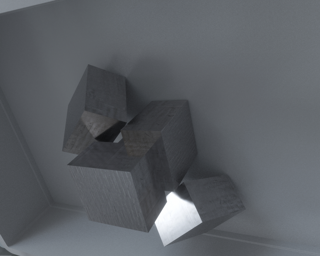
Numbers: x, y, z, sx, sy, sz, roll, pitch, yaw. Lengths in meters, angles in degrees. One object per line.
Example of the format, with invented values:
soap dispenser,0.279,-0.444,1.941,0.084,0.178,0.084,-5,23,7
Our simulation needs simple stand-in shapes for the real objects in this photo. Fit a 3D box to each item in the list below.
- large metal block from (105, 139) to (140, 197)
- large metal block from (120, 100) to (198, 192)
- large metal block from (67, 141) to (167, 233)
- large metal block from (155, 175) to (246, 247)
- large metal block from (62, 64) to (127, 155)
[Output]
large metal block,-0.032,0.061,0.426,0.050,0.080,0.080,1,119,27
large metal block,0.003,0.019,0.380,0.050,0.080,0.080,1,119,27
large metal block,-0.046,0.064,0.350,0.080,0.050,0.080,2,119,27
large metal block,0.048,0.106,0.402,0.080,0.081,0.050,-48,55,39
large metal block,-0.083,-0.019,0.394,0.050,0.080,0.080,17,134,-26
